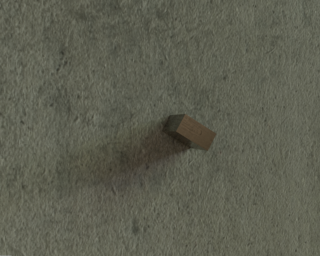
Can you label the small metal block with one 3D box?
[{"bbox_3d":[0.037,0.006,0.409,0.050,0.050,0.025,31,80,-17],"label":"small metal block"}]
